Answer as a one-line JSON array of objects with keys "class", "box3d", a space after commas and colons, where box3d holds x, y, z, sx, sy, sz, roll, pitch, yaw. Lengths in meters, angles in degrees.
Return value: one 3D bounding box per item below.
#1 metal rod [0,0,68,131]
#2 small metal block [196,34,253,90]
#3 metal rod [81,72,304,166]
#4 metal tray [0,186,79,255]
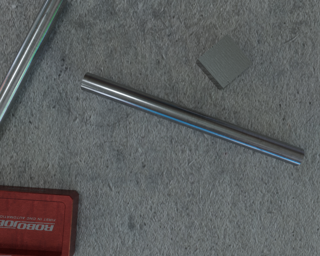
[{"class": "metal rod", "box3d": [-0.202, -0.041, 0.407, 0.025, 0.025, 0.299, 27, 90, -1]}, {"class": "small metal block", "box3d": [0.084, -0.086, 0.411, 0.050, 0.025, 0.050, -41, 91, 0]}, {"class": "metal rod", "box3d": [0.043, -0.011, 0.410, 0.302, 0.025, 0.025, 20, 90, -1]}, {"class": "metal tray", "box3d": [-0.178, 0.125, 0.405, 0.131, 0.030, 0.089, 4, 90, -1]}]
